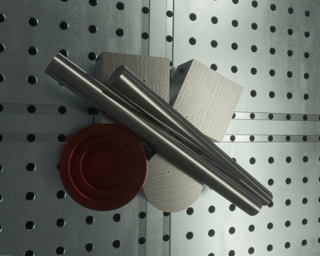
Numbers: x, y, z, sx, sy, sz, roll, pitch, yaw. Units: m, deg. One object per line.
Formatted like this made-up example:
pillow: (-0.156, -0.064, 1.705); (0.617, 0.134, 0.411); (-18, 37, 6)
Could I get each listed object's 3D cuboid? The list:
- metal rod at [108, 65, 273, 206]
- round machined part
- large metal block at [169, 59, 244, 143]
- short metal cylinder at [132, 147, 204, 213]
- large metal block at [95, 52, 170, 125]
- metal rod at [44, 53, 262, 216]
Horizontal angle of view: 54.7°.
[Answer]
metal rod: (0.057, 0.026, 0.390); (0.301, 0.025, 0.025); (38, 78, -31)
round machined part: (-0.062, 0.045, 0.365); (0.099, 0.042, 0.097); (0, 87, 3)
large metal block: (0.052, -0.034, 0.414); (0.080, 0.050, 0.080); (26, 82, -18)
short metal cylinder: (0.009, 0.062, 0.398); (0.081, 0.050, 0.079); (0, 90, -20)
large metal block: (-0.035, -0.044, 0.379); (0.081, 0.050, 0.079); (1, 90, -20)
metal rod: (0.007, 0.019, 0.357); (0.301, 0.025, 0.025); (36, 78, -18)
